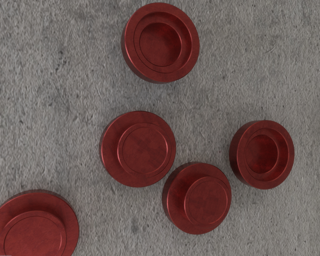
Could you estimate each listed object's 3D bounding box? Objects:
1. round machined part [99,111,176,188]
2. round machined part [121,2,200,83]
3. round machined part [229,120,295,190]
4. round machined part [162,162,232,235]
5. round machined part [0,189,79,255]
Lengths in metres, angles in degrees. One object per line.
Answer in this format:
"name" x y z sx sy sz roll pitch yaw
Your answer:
"round machined part" -0.024 0.027 0.391 0.099 0.042 0.097 0 90 -20
"round machined part" -0.002 -0.105 0.399 0.099 0.042 0.097 0 90 -20
"round machined part" 0.143 0.037 0.452 0.099 0.042 0.097 0 90 -20
"round machined part" 0.056 0.097 0.421 0.099 0.042 0.097 0 90 -20
"round machined part" -0.141 0.122 0.348 0.099 0.042 0.097 0 90 -20
